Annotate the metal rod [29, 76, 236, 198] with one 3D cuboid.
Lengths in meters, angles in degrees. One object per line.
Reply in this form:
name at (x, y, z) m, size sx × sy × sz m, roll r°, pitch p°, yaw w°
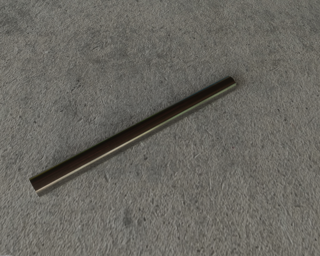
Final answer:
metal rod at (-0.018, 0.001, 0.405) m, size 0.302 × 0.025 × 0.025 m, roll -29°, pitch 56°, yaw -22°
